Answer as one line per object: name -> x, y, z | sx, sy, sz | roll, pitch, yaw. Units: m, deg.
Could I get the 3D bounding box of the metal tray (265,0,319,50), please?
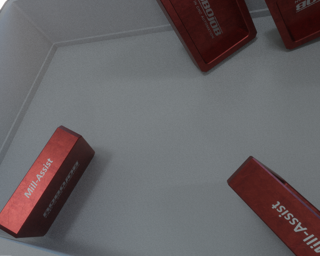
metal tray -> 0.190, -0.153, 0.343 | 0.130, 0.090, 0.030 | -23, 49, 25

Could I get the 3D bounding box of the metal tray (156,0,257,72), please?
metal tray -> 0.060, -0.147, 0.395 | 0.090, 0.130, 0.030 | -35, 37, 5

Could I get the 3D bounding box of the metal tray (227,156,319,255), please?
metal tray -> 0.121, 0.083, 0.246 | 0.030, 0.090, 0.130 | -50, 50, 9

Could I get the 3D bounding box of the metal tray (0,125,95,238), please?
metal tray -> -0.136, 0.070, 0.389 | 0.030, 0.090, 0.130 | 27, 73, 8
